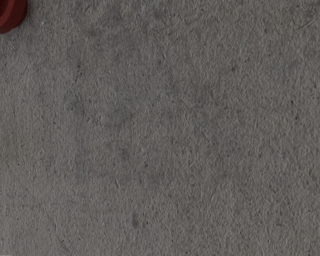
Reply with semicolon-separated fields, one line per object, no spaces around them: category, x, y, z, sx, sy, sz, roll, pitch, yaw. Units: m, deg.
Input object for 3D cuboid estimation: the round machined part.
round machined part;-0.251;-0.196;0.489;0.098;0.042;0.097;0;90;20
